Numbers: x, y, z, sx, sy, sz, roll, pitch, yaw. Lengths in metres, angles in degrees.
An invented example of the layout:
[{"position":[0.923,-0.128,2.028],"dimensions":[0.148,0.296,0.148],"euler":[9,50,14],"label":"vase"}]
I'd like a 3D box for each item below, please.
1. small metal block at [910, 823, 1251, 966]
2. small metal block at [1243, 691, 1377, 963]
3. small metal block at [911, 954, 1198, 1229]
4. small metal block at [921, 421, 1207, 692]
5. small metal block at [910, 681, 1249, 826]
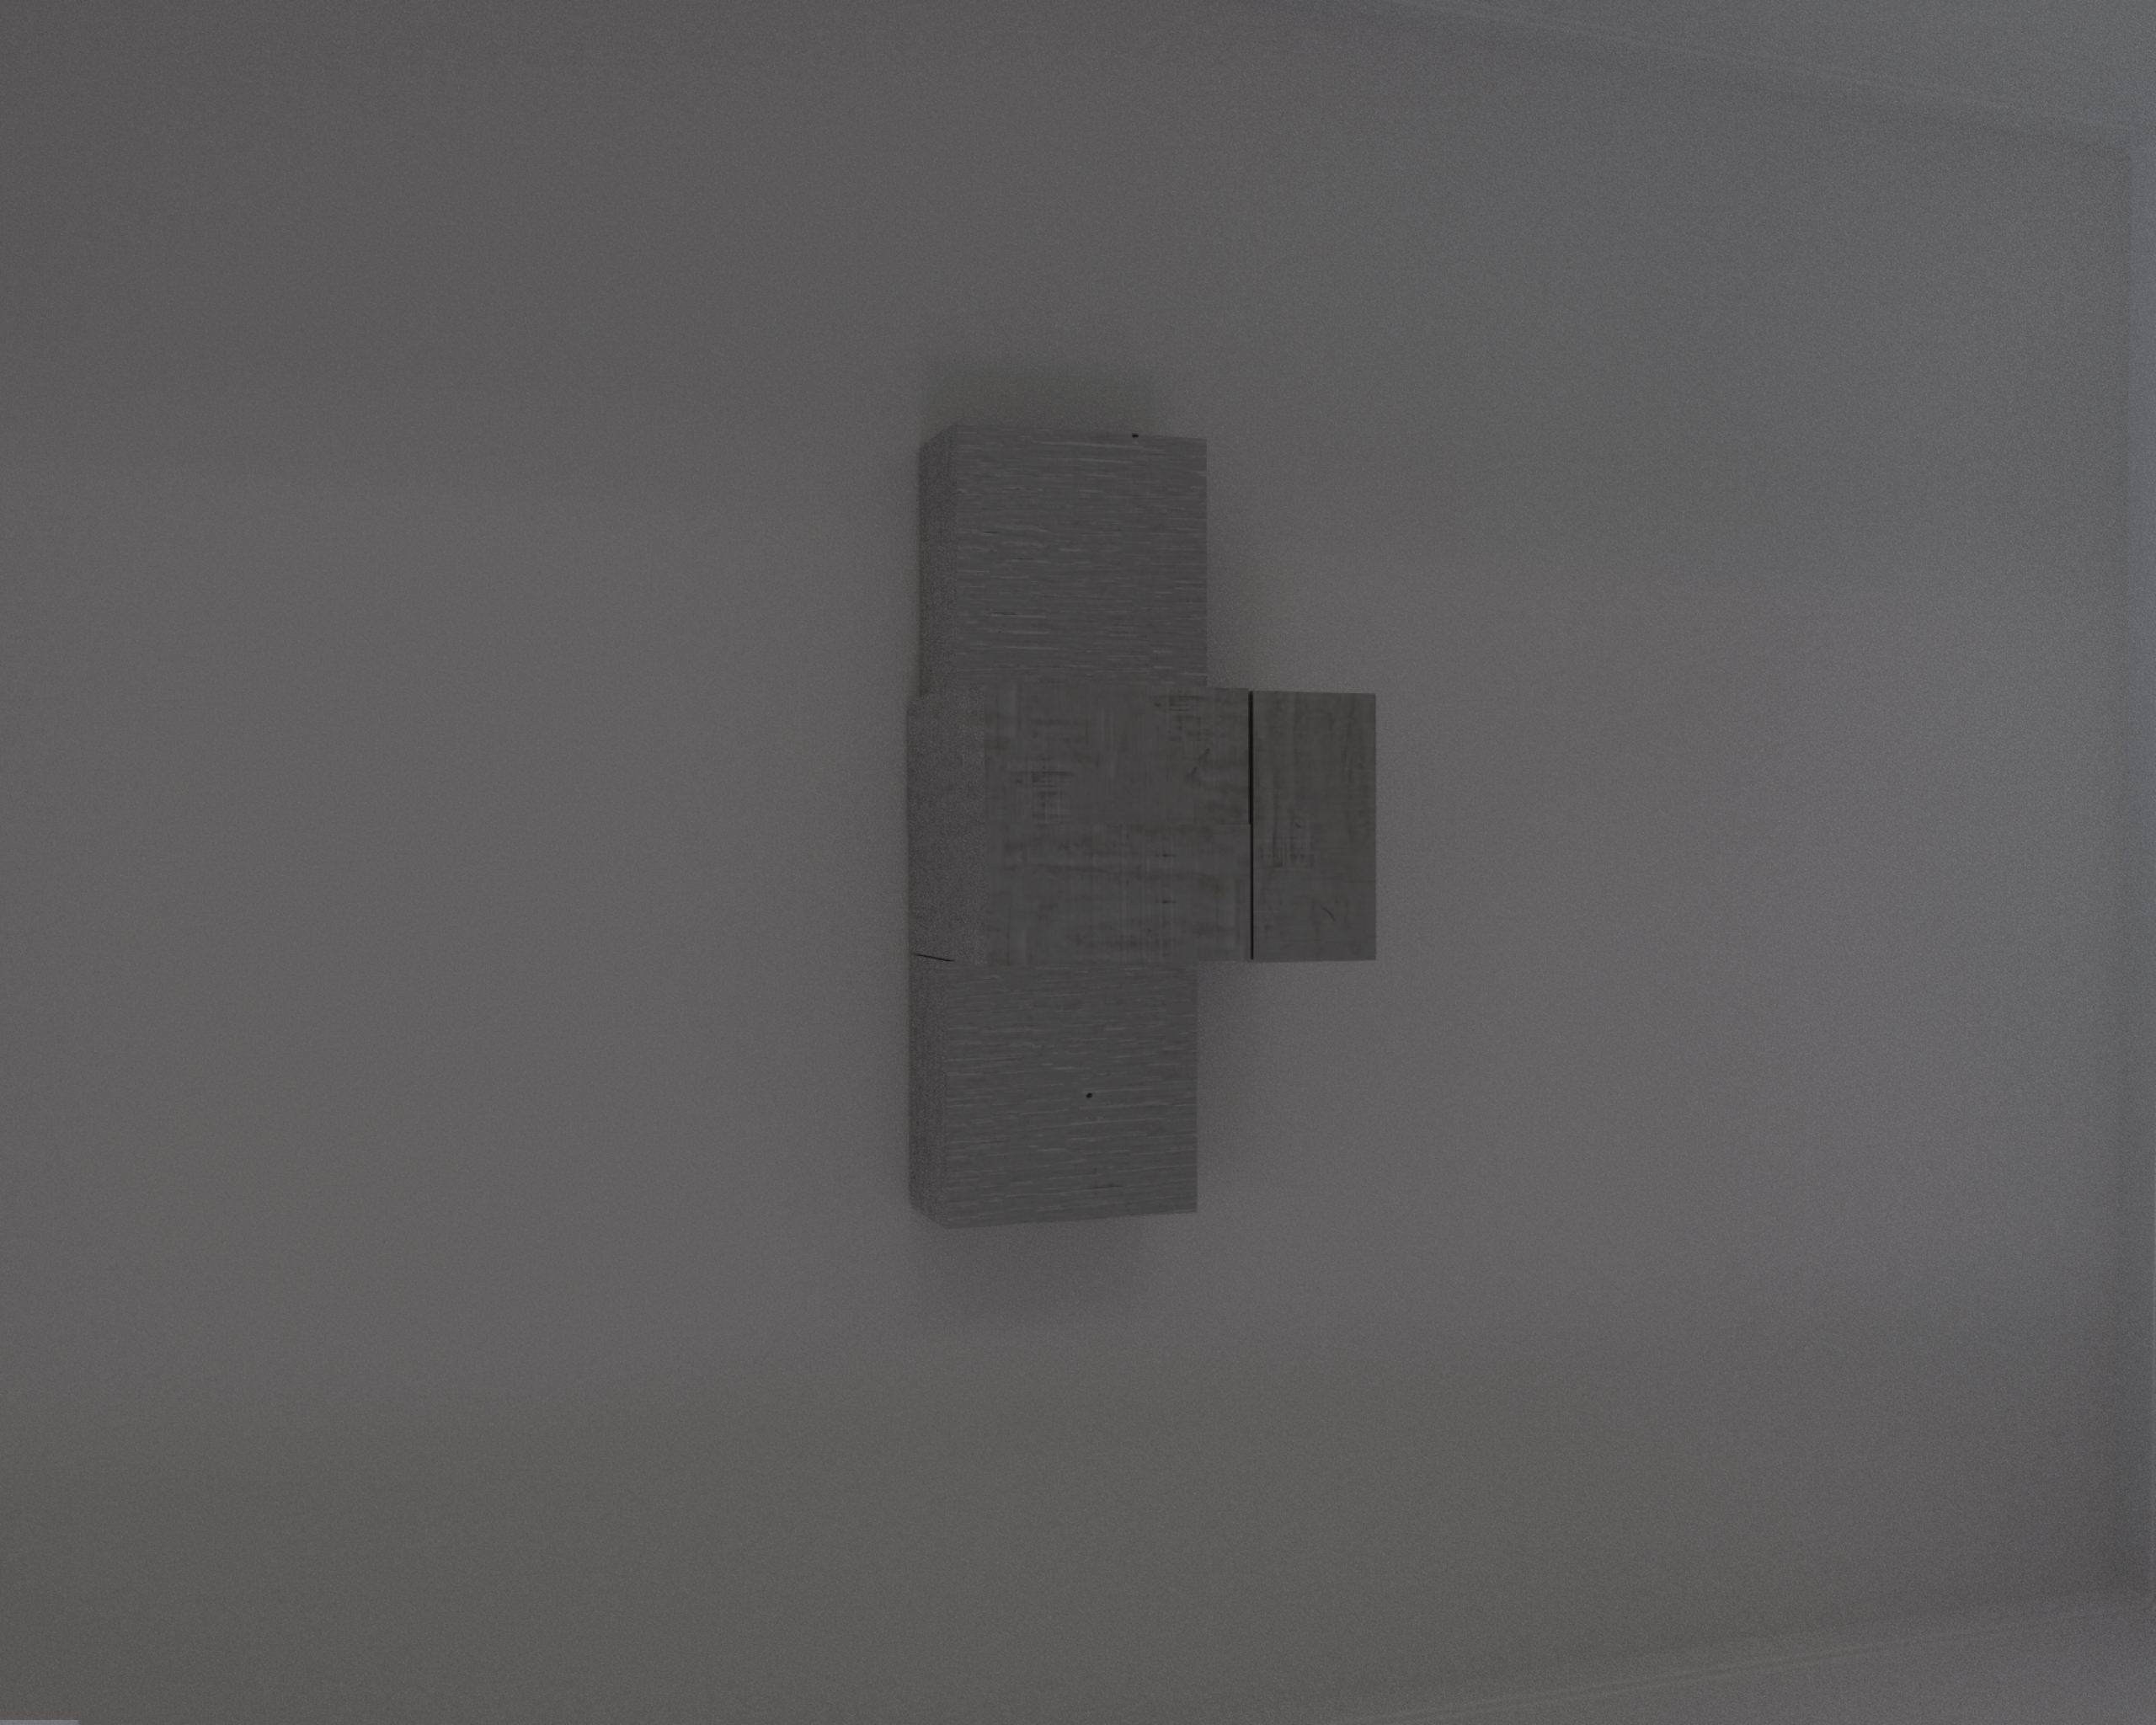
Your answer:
[{"position":[-0.001,0.005,0.395],"dimensions":[0.050,0.050,0.025],"euler":[0,90,-20],"label":"small metal block"},{"position":[0.035,-0.007,0.408],"dimensions":[0.025,0.050,0.050],"euler":[0,90,-20],"label":"small metal block"},{"position":[-0.005,0.043,0.407],"dimensions":[0.050,0.025,0.050],"euler":[0,90,-20],"label":"small metal block"},{"position":[-0.003,-0.057,0.407],"dimensions":[0.050,0.025,0.050],"euler":[0,90,-20],"label":"small metal block"},{"position":[-0.001,-0.019,0.395],"dimensions":[0.050,0.050,0.025],"euler":[0,90,-20],"label":"small metal block"}]
